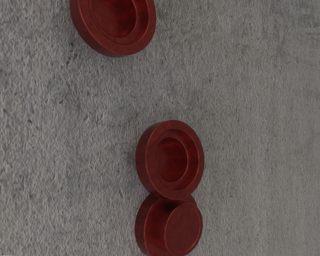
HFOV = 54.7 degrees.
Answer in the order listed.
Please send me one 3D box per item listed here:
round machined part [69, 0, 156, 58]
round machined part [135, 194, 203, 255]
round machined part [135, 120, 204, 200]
[{"bbox_3d":[-0.055,-0.128,0.347,0.099,0.042,0.097,0,90,-40],"label":"round machined part"},{"bbox_3d":[0.019,0.129,0.409,0.099,0.042,0.097,0,90,-40],"label":"round machined part"},{"bbox_3d":[0.008,0.040,0.395,0.099,0.042,0.098,7,78,-39],"label":"round machined part"}]
